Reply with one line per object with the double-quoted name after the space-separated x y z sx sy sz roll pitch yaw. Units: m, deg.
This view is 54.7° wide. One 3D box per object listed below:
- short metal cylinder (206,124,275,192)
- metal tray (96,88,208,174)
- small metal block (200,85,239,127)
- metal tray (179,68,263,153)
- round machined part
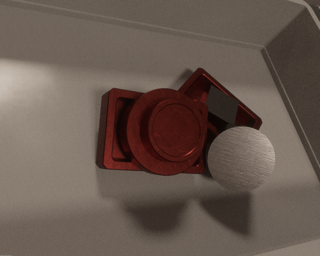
0.099 0.036 0.396 0.080 0.050 0.079 0 95 3 "short metal cylinder"
-0.006 0.007 0.374 0.131 0.030 0.090 7 82 -25 "metal tray"
0.084 -0.027 0.453 0.050 0.025 0.050 29 52 -10 "small metal block"
0.082 -0.020 0.460 0.130 0.030 0.090 41 51 -1 "metal tray"
0.009 0.004 0.342 0.099 0.042 0.097 3 84 -26 "round machined part"
